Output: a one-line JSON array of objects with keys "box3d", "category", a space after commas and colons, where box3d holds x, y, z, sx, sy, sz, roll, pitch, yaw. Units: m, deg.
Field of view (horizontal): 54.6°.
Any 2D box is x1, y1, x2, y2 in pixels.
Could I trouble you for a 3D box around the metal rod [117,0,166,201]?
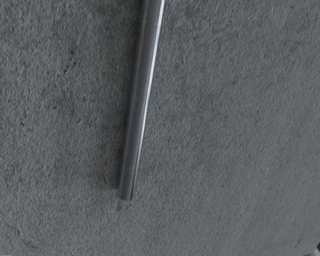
[{"box3d": [-0.024, -0.037, 0.370, 0.025, 0.025, 0.298, -4, 120, -26], "category": "metal rod"}]
